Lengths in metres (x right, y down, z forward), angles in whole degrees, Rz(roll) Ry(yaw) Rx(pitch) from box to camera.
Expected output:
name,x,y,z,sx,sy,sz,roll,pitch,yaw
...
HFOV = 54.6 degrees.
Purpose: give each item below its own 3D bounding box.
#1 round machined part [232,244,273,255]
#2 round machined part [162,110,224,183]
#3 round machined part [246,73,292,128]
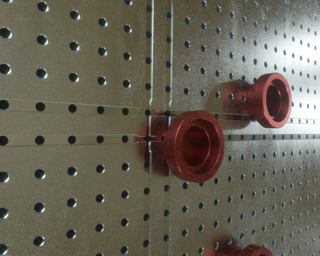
name,x,y,z,sx,sy,sz,roll,pitch,yaw
round machined part,0.149,0.245,0.522,0.099,0.042,0.097,0,90,-40
round machined part,0.043,0.025,0.433,0.099,0.042,0.097,0,90,-40
round machined part,0.193,-0.048,0.558,0.099,0.042,0.097,0,90,-40
